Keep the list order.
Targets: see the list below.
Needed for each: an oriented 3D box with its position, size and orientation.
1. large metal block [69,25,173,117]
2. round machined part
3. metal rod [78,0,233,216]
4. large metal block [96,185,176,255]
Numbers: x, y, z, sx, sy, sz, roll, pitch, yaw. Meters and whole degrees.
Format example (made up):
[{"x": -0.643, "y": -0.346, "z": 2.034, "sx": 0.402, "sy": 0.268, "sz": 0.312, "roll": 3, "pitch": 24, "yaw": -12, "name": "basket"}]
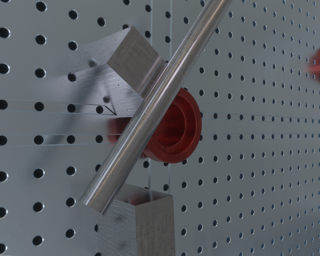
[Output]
[{"x": -0.038, "y": -0.056, "z": 0.341, "sx": 0.080, "sy": 0.080, "sz": 0.050, "roll": 43, "pitch": 64, "yaw": -32, "name": "large metal block"}, {"x": 0.006, "y": -0.005, "z": 0.403, "sx": 0.099, "sy": 0.042, "sz": 0.097, "roll": 0, "pitch": 90, "yaw": -40, "name": "round machined part"}, {"x": 0.013, "y": -0.052, "z": 0.315, "sx": 0.025, "sy": 0.025, "sz": 0.300, "roll": 45, "pitch": 63, "yaw": -31, "name": "metal rod"}, {"x": -0.029, "y": 0.114, "z": 0.349, "sx": 0.050, "sy": 0.080, "sz": 0.079, "roll": -4, "pitch": 93, "yaw": -40, "name": "large metal block"}]
